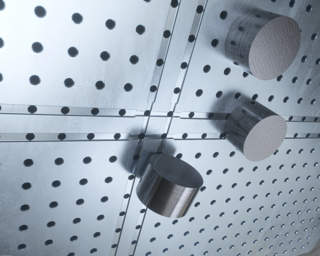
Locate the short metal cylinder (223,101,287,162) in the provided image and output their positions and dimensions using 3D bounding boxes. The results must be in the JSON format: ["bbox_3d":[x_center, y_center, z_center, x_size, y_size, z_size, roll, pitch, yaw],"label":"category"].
[{"bbox_3d":[0.146,0.005,0.478,0.081,0.050,0.079,-14,124,-21],"label":"short metal cylinder"}]

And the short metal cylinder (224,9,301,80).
[{"bbox_3d":[0.132,-0.108,0.400,0.081,0.050,0.079,-14,124,-21],"label":"short metal cylinder"}]

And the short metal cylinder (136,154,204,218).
[{"bbox_3d":[0.013,0.079,0.431,0.081,0.080,0.050,11,113,-33],"label":"short metal cylinder"}]
